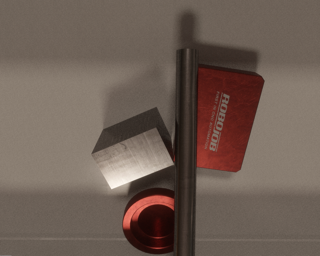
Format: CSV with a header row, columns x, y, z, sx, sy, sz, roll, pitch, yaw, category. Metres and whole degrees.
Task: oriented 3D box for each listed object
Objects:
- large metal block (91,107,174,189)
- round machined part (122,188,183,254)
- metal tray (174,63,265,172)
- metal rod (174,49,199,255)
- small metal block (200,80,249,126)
x,y,z,sx,sy,sz,roll,pitch,yaw,category
-0.031,0.022,0.390,0.080,0.080,0.050,-23,109,8,large metal block
-0.003,0.129,0.449,0.099,0.042,0.097,0,108,-1,round machined part
0.070,-0.012,0.398,0.091,0.030,0.129,8,110,-3,metal tray
0.029,0.062,0.355,0.025,0.025,0.298,1,94,-1,metal rod
0.081,-0.035,0.400,0.050,0.025,0.050,12,110,-5,small metal block
